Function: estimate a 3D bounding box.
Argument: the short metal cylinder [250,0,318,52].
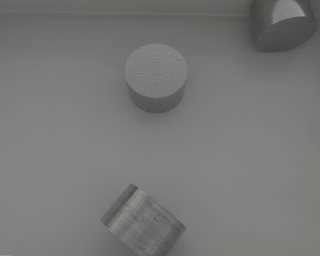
[{"bbox_3d":[0.173,-0.151,0.438,0.081,0.080,0.050,-5,70,-2],"label":"short metal cylinder"}]

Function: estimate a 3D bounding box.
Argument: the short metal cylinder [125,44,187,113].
[{"bbox_3d":[-0.005,-0.066,0.421,0.081,0.050,0.080,0,70,0],"label":"short metal cylinder"}]

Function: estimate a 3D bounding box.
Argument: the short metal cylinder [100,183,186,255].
[{"bbox_3d":[-0.018,0.106,0.341,0.080,0.080,0.050,37,74,12],"label":"short metal cylinder"}]
